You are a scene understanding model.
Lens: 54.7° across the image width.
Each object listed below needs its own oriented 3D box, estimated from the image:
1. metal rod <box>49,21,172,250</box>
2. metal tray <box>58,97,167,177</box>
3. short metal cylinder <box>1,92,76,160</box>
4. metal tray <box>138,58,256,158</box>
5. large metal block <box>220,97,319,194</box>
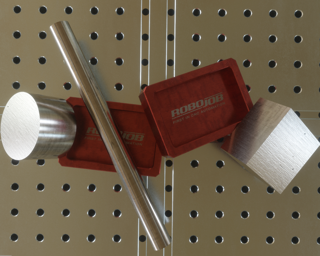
[{"bbox_3d":[-0.061,0.009,0.383,0.025,0.025,0.299,-25,90,0],"label":"metal rod"},{"bbox_3d":[-0.060,0.011,0.410,0.131,0.030,0.089,7,90,0],"label":"metal tray"},{"bbox_3d":[-0.150,-0.001,0.381,0.080,0.050,0.080,-3,85,34],"label":"short metal cylinder"},{"bbox_3d":[0.050,-0.026,0.392,0.131,0.030,0.090,-21,90,-17],"label":"metal tray"},{"bbox_3d":[0.137,0.022,0.384,0.080,0.050,0.080,38,90,-31],"label":"large metal block"}]
